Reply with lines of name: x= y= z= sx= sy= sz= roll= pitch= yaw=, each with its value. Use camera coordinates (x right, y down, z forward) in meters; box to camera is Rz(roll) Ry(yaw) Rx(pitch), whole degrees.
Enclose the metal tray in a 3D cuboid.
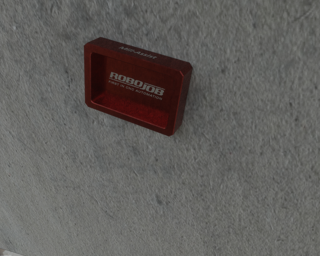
metal tray: x=-0.032 y=-0.052 z=0.388 sx=0.130 sy=0.030 sz=0.089 roll=20 pitch=126 yaw=16
